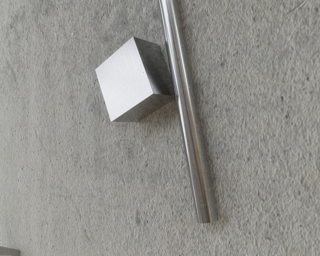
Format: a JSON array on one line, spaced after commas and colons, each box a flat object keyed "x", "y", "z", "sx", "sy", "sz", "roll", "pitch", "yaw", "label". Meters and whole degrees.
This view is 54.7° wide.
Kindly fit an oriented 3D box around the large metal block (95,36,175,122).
[{"x": -0.033, "y": -0.061, "z": 0.414, "sx": 0.080, "sy": 0.050, "sz": 0.080, "roll": -30, "pitch": 72, "yaw": 35, "label": "large metal block"}]

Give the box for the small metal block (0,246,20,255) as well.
[{"x": -0.337, "y": 0.268, "z": 0.658, "sx": 0.050, "sy": 0.050, "sz": 0.025, "roll": -16, "pitch": 54, "yaw": 38, "label": "small metal block"}]

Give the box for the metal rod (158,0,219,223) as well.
[{"x": 0.031, "y": -0.039, "z": 0.377, "sx": 0.025, "sy": 0.025, "sz": 0.298, "roll": -16, "pitch": 80, "yaw": 38, "label": "metal rod"}]
